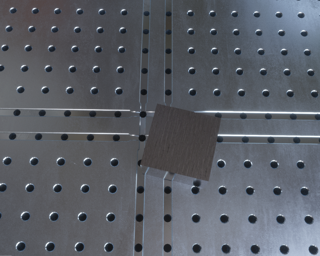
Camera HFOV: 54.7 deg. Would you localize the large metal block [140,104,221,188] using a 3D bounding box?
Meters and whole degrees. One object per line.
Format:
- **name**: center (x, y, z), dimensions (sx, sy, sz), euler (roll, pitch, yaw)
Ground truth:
- **large metal block**: center (0.026, 0.024, 0.390), dimensions (0.080, 0.050, 0.080), euler (13, 70, 4)
